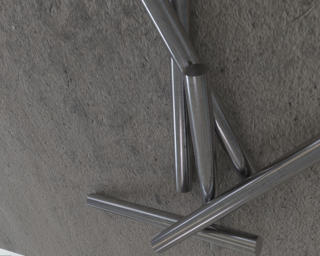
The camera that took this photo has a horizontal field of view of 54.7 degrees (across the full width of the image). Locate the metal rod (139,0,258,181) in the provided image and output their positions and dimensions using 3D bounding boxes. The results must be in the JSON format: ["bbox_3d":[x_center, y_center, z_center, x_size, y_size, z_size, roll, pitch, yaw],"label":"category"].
[{"bbox_3d":[0.047,-0.039,0.334,0.025,0.025,0.299,-16,117,34],"label":"metal rod"}]

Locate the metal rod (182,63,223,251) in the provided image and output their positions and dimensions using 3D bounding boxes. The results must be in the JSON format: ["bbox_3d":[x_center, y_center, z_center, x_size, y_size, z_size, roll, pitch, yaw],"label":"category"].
[{"bbox_3d":[0.059,0.061,0.380,0.025,0.025,0.298,8,132,24],"label":"metal rod"}]

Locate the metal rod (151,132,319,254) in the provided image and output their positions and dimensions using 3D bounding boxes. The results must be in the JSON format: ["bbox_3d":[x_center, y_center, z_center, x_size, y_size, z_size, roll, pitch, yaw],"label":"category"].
[{"bbox_3d":[0.100,0.073,0.358,0.299,0.025,0.025,-40,96,26],"label":"metal rod"}]

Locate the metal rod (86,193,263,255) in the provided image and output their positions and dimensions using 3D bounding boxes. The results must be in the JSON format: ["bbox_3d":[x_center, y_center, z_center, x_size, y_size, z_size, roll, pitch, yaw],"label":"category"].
[{"bbox_3d":[-0.001,0.134,0.459,0.300,0.025,0.025,3,120,37],"label":"metal rod"}]

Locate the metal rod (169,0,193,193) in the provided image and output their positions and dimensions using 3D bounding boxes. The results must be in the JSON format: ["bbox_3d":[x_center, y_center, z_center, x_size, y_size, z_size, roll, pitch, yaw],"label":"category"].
[{"bbox_3d":[0.025,-0.045,0.365,0.025,0.025,0.298,10,123,23],"label":"metal rod"}]
